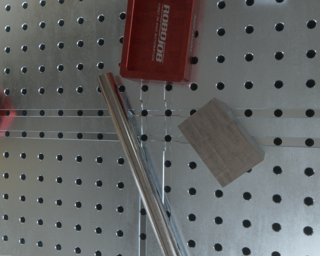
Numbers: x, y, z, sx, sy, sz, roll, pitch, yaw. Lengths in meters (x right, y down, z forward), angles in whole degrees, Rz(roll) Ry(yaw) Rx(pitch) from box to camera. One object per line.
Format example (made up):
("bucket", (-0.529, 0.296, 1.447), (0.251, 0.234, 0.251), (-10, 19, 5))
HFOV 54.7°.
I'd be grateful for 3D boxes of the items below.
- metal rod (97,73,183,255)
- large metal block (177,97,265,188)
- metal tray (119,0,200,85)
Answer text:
("metal rod", (-0.024, 0.065, 0.419), (0.025, 0.025, 0.299), (-24, 82, 18))
("large metal block", (0.074, 0.015, 0.357), (0.050, 0.080, 0.080), (-39, 78, 16))
("metal tray", (0.000, -0.126, 0.409), (0.090, 0.030, 0.129), (8, 93, 19))
